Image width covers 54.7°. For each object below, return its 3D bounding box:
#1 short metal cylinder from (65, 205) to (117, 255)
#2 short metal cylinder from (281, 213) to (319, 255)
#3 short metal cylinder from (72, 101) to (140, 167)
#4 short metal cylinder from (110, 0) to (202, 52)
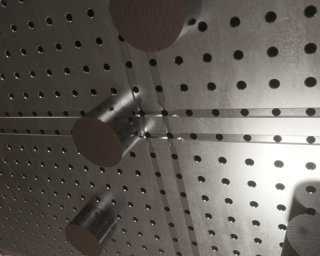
[{"bbox_3d":[-0.129,0.193,0.580,0.080,0.050,0.079,13,124,20],"label":"short metal cylinder"},{"bbox_3d":[0.189,0.149,0.368,0.080,0.080,0.050,10,123,22],"label":"short metal cylinder"},{"bbox_3d":[-0.075,0.009,0.438,0.080,0.050,0.079,13,124,20],"label":"short metal cylinder"},{"bbox_3d":[-0.003,-0.125,0.319,0.080,0.050,0.079,13,124,20],"label":"short metal cylinder"}]
